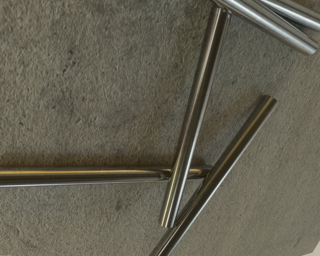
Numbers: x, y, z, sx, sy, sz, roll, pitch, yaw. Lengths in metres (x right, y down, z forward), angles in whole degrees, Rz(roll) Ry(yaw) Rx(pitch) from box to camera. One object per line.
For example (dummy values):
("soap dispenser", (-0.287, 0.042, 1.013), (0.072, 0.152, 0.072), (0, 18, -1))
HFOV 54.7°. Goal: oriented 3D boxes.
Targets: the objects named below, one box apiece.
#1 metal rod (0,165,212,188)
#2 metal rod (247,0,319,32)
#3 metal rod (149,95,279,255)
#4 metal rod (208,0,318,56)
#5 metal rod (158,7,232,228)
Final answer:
("metal rod", (-0.051, 0.062, 0.417), (0.302, 0.025, 0.025), (4, 117, -30))
("metal rod", (0.097, -0.161, 0.359), (0.302, 0.025, 0.025), (6, 116, -31))
("metal rod", (0.082, 0.077, 0.466), (0.025, 0.025, 0.300), (39, 86, -39))
("metal rod", (0.103, -0.135, 0.356), (0.302, 0.025, 0.025), (9, 114, -40))
("metal rod", (0.041, 0.000, 0.407), (0.025, 0.025, 0.298), (2, 111, -30))
